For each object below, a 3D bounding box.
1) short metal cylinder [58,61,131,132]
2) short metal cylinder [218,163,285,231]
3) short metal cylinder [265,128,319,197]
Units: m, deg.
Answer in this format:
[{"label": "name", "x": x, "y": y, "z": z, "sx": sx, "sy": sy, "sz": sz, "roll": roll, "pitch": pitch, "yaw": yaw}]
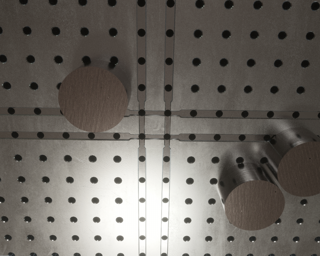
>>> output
[{"label": "short metal cylinder", "x": -0.078, "y": -0.040, "z": 0.384, "sx": 0.081, "sy": 0.050, "sz": 0.079, "roll": 0, "pitch": 110, "yaw": -1}, {"label": "short metal cylinder", "x": 0.127, "y": 0.096, "z": 0.437, "sx": 0.081, "sy": 0.050, "sz": 0.079, "roll": 0, "pitch": 110, "yaw": -1}, {"label": "short metal cylinder", "x": 0.190, "y": 0.045, "z": 0.420, "sx": 0.081, "sy": 0.050, "sz": 0.079, "roll": 0, "pitch": 110, "yaw": -1}]
